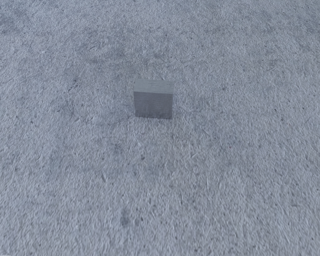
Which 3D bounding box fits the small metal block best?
[{"bbox_3d":[-0.008,-0.039,0.420,0.050,0.050,0.025,4,50,3],"label":"small metal block"}]
